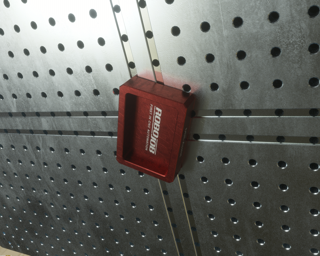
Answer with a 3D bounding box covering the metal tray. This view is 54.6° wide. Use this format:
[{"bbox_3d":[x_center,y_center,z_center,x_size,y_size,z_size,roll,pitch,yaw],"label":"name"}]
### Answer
[{"bbox_3d":[-0.010,0.005,0.417,0.090,0.030,0.129,19,126,16],"label":"metal tray"}]
